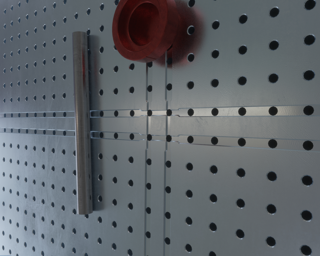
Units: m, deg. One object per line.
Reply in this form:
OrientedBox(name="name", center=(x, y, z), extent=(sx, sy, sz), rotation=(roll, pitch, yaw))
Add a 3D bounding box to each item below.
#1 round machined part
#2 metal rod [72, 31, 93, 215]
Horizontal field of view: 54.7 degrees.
OrientedBox(name="round machined part", center=(-0.015, -0.135, 0.411), extent=(0.098, 0.042, 0.097), rotation=(0, 90, 40))
OrientedBox(name="metal rod", center=(-0.129, -0.009, 0.515), extent=(0.025, 0.025, 0.298), rotation=(-4, 88, 40))
